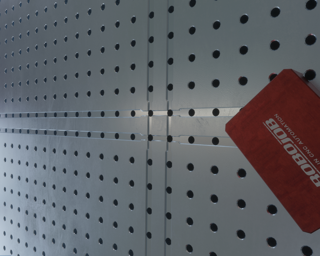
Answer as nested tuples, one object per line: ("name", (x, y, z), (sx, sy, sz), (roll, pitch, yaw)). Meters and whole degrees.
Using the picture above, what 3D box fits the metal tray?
("metal tray", (0.135, 0.019, 0.295), (0.090, 0.030, 0.130), (-48, 62, 29))
